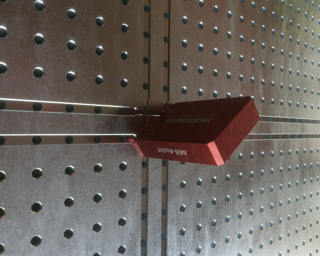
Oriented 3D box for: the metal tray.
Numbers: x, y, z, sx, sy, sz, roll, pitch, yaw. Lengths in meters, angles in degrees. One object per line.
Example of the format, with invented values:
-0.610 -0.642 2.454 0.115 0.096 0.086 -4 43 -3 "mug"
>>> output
0.042 0.001 0.378 0.090 0.130 0.030 -42 116 -32 "metal tray"
